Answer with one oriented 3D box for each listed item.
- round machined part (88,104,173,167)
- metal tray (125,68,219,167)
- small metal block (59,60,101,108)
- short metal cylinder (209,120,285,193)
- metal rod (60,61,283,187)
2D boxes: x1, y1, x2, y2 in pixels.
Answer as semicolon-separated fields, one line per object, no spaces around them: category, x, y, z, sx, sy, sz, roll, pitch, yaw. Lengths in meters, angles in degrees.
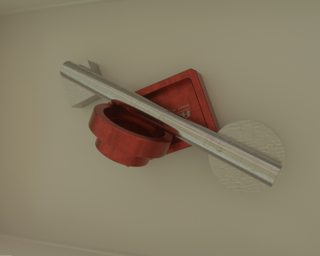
round machined part;-0.038;0.011;0.369;0.098;0.098;0.042;29;107;17
metal tray;0.003;-0.011;0.404;0.130;0.030;0.090;-20;84;18
small metal block;-0.110;-0.062;0.446;0.050;0.025;0.050;-23;83;18
short metal cylinder;0.101;0.031;0.360;0.080;0.050;0.079;0;90;19
metal rod;-0.006;-0.016;0.367;0.300;0.025;0.025;28;99;24
